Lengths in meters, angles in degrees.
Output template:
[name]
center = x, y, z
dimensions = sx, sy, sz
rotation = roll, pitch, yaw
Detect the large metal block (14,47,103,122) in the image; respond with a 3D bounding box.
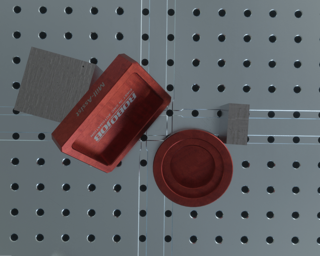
[large metal block]
center = -0.127, -0.050, 0.400
dimensions = 0.080, 0.050, 0.080
rotation = 16, 90, 0

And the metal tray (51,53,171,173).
[metal tray]
center = -0.055, -0.014, 0.381
dimensions = 0.130, 0.090, 0.030
rotation = -50, 50, 0

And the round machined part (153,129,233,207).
[round machined part]
center = 0.042, 0.048, 0.401
dimensions = 0.099, 0.042, 0.097
rotation = 0, 95, 5

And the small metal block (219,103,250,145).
[small metal block]
center = 0.095, -0.005, 0.401
dimensions = 0.025, 0.050, 0.050
rotation = 4, 90, -1
